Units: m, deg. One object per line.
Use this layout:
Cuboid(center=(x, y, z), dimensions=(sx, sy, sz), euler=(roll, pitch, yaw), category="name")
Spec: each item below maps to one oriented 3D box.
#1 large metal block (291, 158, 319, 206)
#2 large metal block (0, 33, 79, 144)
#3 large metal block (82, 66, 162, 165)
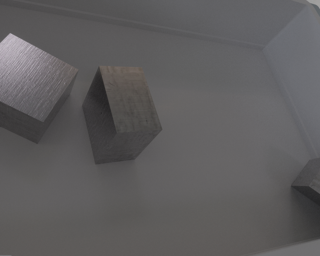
Cuboid(center=(0.243, 0.085, 0.430), dimensions=(0.080, 0.080, 0.050), euler=(36, 86, 12), category="large metal block")
Cuboid(center=(-0.148, -0.042, 0.336), dimensions=(0.080, 0.050, 0.080), euler=(28, 52, -11), category="large metal block")
Cuboid(center=(-0.047, -0.013, 0.353), dimensions=(0.050, 0.080, 0.080), euler=(-4, 64, -30), category="large metal block")
